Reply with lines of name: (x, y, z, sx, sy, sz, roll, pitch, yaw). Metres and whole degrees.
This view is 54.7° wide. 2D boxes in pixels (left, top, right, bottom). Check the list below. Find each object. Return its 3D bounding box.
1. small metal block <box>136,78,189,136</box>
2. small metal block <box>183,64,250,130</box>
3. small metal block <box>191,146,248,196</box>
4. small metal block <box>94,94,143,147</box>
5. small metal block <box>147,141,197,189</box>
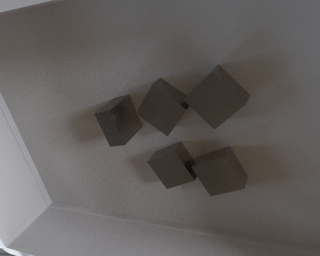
small metal block: (0.005, -0.026, 0.389, 0.050, 0.025, 0.050, 36, 129, 3)
small metal block: (0.064, -0.035, 0.353, 0.050, 0.025, 0.050, 44, 129, -3)
small metal block: (0.078, 0.057, 0.402, 0.050, 0.025, 0.050, -23, 106, 36)
small metal block: (-0.054, -0.010, 0.413, 0.025, 0.050, 0.050, -8, 114, 31)
small metal block: (0.019, 0.052, 0.430, 0.050, 0.025, 0.050, -26, 105, 36)
